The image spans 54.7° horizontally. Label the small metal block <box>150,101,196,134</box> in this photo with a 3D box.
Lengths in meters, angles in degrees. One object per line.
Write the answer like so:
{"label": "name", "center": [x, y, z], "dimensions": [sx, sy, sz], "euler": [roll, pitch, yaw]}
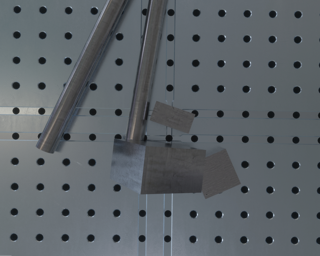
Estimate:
{"label": "small metal block", "center": [0.015, -0.013, 0.401], "dimensions": [0.050, 0.050, 0.025], "euler": [19, 90, 0]}

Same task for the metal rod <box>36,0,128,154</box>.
{"label": "metal rod", "center": [-0.088, -0.106, 0.412], "dimensions": [0.025, 0.025, 0.299], "euler": [26, 90, 0]}

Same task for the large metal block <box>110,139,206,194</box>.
{"label": "large metal block", "center": [-0.004, 0.044, 0.371], "dimensions": [0.081, 0.080, 0.050], "euler": [6, 90, -32]}

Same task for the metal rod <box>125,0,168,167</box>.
{"label": "metal rod", "center": [-0.018, -0.080, 0.413], "dimensions": [0.025, 0.025, 0.298], "euler": [10, 90, 0]}

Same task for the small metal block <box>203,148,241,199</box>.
{"label": "small metal block", "center": [0.072, 0.060, 0.414], "dimensions": [0.050, 0.025, 0.050], "euler": [-23, 90, 0]}
